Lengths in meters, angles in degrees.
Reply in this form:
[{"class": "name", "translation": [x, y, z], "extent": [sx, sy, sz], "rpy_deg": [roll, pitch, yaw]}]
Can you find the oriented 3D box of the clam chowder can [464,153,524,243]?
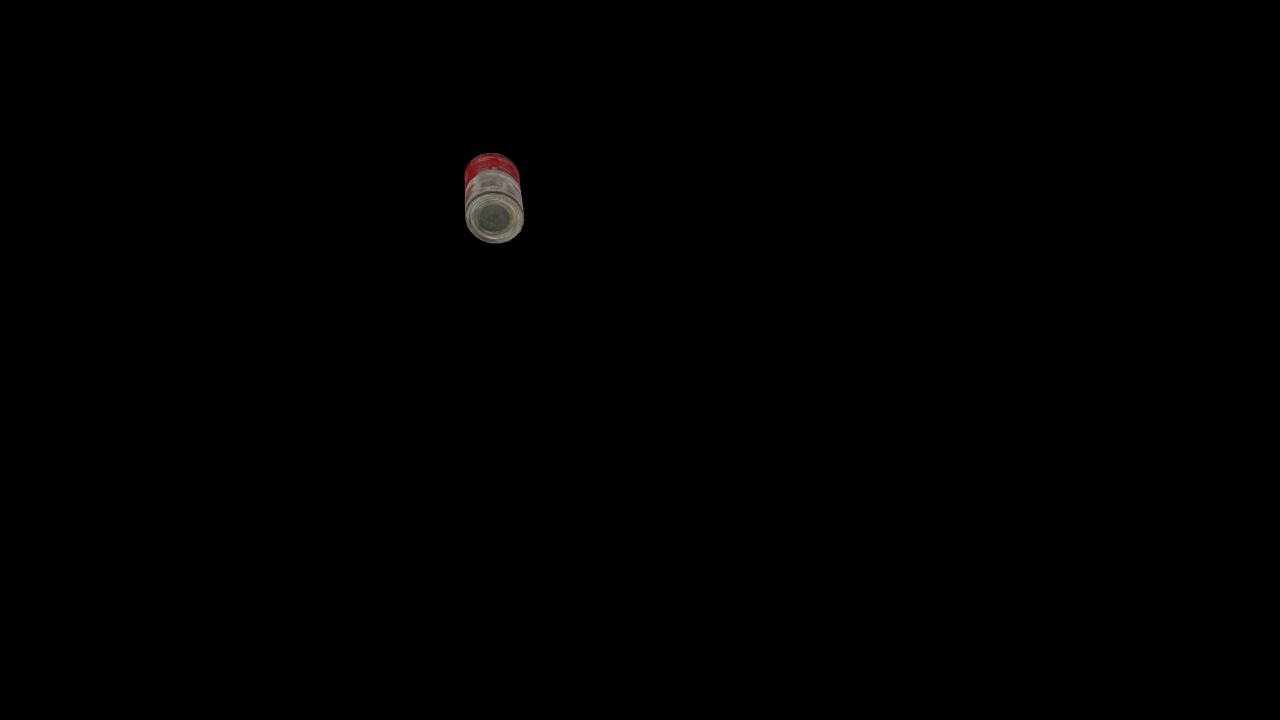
[{"class": "clam chowder can", "translation": [-0.174, -0.193, 0.731], "extent": [0.068, 0.068, 0.102], "rpy_deg": [0, 42, -16]}]
